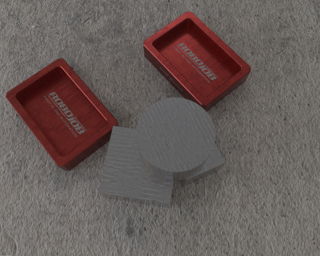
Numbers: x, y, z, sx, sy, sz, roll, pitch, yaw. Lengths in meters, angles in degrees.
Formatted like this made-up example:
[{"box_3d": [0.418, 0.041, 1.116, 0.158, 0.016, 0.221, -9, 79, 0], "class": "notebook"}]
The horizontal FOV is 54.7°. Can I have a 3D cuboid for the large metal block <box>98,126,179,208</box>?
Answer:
[{"box_3d": [-0.022, 0.048, 0.377, 0.080, 0.050, 0.080, 8, 70, 3], "class": "large metal block"}]

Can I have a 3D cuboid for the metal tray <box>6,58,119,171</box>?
[{"box_3d": [-0.128, -0.020, 0.411, 0.090, 0.030, 0.130, -39, 75, -13], "class": "metal tray"}]

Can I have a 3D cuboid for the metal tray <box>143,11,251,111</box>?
[{"box_3d": [0.050, -0.095, 0.440, 0.090, 0.030, 0.130, -38, 75, -13], "class": "metal tray"}]

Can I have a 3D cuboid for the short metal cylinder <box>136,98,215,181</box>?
[{"box_3d": [0.016, 0.014, 0.337, 0.081, 0.050, 0.080, 0, 70, 0], "class": "short metal cylinder"}]

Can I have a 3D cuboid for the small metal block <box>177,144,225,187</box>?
[{"box_3d": [0.047, 0.047, 0.378, 0.050, 0.050, 0.025, -23, 72, -8], "class": "small metal block"}]
